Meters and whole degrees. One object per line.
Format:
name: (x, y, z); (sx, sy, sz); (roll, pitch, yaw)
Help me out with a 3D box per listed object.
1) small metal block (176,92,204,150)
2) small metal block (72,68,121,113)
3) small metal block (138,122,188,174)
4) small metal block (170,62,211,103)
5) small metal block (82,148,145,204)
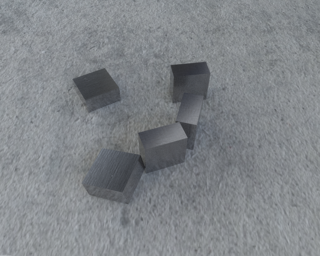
small metal block: (0.036, -0.008, 0.395); (0.025, 0.050, 0.050); (11, 51, 9)
small metal block: (-0.091, -0.055, 0.449); (0.050, 0.025, 0.050); (-24, 54, -19)
small metal block: (0.003, 0.024, 0.367); (0.050, 0.050, 0.025); (-15, 52, -13)
small metal block: (0.041, -0.065, 0.442); (0.050, 0.050, 0.025); (-7, 51, -6)
small metal block: (-0.051, 0.053, 0.352); (0.050, 0.025, 0.050); (8, 50, 20)
